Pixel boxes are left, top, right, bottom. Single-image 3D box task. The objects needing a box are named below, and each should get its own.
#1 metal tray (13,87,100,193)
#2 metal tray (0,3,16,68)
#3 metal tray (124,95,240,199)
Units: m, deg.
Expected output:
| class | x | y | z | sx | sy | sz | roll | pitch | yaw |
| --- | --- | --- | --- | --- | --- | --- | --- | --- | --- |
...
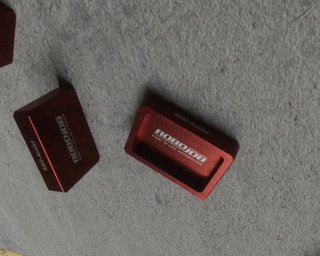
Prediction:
| class | x | y | z | sx | sy | sz | roll | pitch | yaw |
| --- | --- | --- | --- | --- | --- | --- | --- | --- | --- |
| metal tray | -0.143 | 0.016 | 0.450 | 0.030 | 0.090 | 0.129 | 0 | 118 | 28 |
| metal tray | -0.275 | -0.156 | 0.452 | 0.130 | 0.030 | 0.089 | 32 | 129 | 7 |
| metal tray | 0.024 | 0.026 | 0.406 | 0.130 | 0.030 | 0.089 | 31 | 128 | 8 |
